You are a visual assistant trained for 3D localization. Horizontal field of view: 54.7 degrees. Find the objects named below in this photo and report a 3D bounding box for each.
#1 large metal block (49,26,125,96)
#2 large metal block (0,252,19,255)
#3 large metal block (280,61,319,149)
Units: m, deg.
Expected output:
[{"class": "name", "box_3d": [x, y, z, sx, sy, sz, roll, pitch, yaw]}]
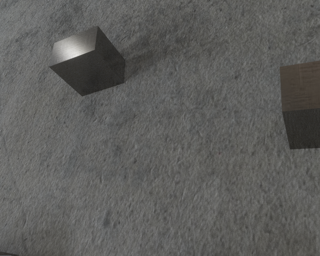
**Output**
[{"class": "large metal block", "box_3d": [-0.111, -0.102, 0.487, 0.080, 0.080, 0.050, -14, 56, 20]}, {"class": "large metal block", "box_3d": [-0.235, 0.200, 0.386, 0.080, 0.050, 0.080, -13, 56, 21]}, {"class": "large metal block", "box_3d": [0.163, -0.021, 0.296, 0.080, 0.080, 0.050, -5, 60, 25]}]
